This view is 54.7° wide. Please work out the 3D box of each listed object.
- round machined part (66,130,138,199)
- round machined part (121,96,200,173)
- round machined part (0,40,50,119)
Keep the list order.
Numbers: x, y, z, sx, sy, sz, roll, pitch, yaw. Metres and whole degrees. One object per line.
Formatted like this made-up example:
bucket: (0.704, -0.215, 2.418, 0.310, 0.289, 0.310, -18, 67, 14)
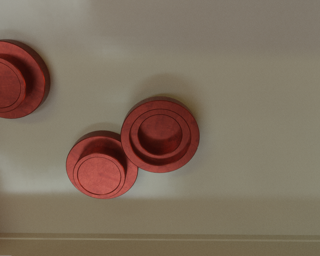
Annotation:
round machined part: (-0.079, 0.056, 0.422, 0.099, 0.042, 0.097, 0, 110, 0)
round machined part: (0.000, 0.006, 0.404, 0.099, 0.042, 0.097, 0, 110, -1)
round machined part: (-0.191, -0.057, 0.379, 0.099, 0.042, 0.097, 0, 110, 0)
